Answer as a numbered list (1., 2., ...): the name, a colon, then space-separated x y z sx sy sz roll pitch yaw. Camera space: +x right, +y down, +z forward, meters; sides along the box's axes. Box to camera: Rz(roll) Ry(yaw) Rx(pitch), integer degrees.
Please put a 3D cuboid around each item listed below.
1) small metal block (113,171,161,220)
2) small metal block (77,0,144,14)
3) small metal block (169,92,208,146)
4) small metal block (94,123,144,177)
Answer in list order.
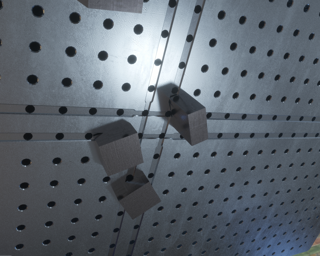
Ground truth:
1. small metal block: -0.033 0.100 0.457 0.050 0.025 0.050 -32 129 -8
2. small metal block: -0.048 -0.128 0.291 0.050 0.050 0.025 -5 121 -27
3. small metal block: 0.038 -0.013 0.410 0.025 0.050 0.050 -22 127 -15
4. small metal block: -0.053 0.028 0.401 0.050 0.025 0.050 -20 127 -17
